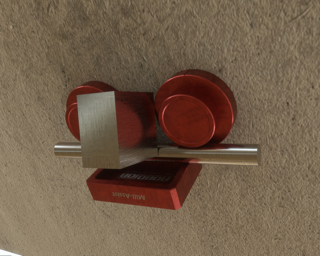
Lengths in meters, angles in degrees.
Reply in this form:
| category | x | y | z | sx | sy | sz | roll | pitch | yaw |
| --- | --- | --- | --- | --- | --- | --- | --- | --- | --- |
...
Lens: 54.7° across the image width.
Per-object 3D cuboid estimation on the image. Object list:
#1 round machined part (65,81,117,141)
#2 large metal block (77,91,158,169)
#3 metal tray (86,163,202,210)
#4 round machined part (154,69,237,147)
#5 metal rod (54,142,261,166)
| category | x | y | z | sx | sy | sz | roll | pitch | yaw |
| --- | --- | --- | --- | --- | --- | --- | --- | --- | --- |
| round machined part | -0.092 | -0.013 | 0.433 | 0.098 | 0.042 | 0.097 | 13 | 124 | 20 |
| large metal block | -0.046 | 0.000 | 0.361 | 0.050 | 0.080 | 0.079 | -2 | 94 | 28 |
| metal tray | -0.020 | 0.062 | 0.413 | 0.130 | 0.090 | 0.030 | -1 | 118 | 28 |
| round machined part | 0.037 | -0.016 | 0.366 | 0.098 | 0.042 | 0.097 | 13 | 124 | 20 |
| metal rod | -0.023 | 0.032 | 0.412 | 0.300 | 0.025 | 0.025 | -1 | 118 | 28 |
